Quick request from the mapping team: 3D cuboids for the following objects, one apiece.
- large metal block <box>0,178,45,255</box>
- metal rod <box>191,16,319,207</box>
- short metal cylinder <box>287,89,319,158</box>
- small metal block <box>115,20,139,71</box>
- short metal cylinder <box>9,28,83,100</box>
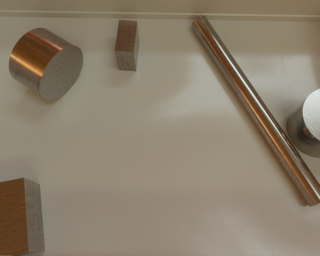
[{"bbox_3d":[-0.184,0.108,0.355,0.081,0.050,0.080,-11,71,-5],"label":"large metal block"},{"bbox_3d":[0.127,-0.035,0.423,0.025,0.025,0.299,-25,72,-9],"label":"metal rod"},{"bbox_3d":[0.215,-0.006,0.401,0.081,0.050,0.080,0,70,0],"label":"short metal cylinder"},{"bbox_3d":[-0.045,-0.115,0.438,0.025,0.050,0.050,4,70,1],"label":"small metal block"},{"bbox_3d":[-0.148,-0.084,0.409,0.050,0.080,0.080,31,73,10],"label":"short metal cylinder"}]
